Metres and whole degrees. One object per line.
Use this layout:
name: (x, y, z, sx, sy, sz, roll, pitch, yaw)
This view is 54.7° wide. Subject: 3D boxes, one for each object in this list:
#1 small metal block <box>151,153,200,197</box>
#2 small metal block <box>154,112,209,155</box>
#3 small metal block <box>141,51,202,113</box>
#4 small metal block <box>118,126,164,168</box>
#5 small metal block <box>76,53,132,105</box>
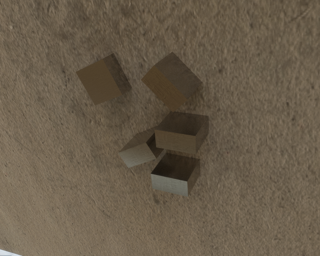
small metal block: (0.022, 0.061, 0.416, 0.050, 0.050, 0.025, 8, 122, 23)
small metal block: (0.028, 0.004, 0.378, 0.050, 0.050, 0.025, 9, 122, 23)
small metal block: (0.014, -0.053, 0.349, 0.050, 0.050, 0.025, 45, 129, -4)
small metal block: (-0.019, 0.023, 0.414, 0.050, 0.050, 0.025, -22, 107, 36)
small metal block: (-0.073, -0.063, 0.405, 0.050, 0.025, 0.050, -16, 111, 34)
